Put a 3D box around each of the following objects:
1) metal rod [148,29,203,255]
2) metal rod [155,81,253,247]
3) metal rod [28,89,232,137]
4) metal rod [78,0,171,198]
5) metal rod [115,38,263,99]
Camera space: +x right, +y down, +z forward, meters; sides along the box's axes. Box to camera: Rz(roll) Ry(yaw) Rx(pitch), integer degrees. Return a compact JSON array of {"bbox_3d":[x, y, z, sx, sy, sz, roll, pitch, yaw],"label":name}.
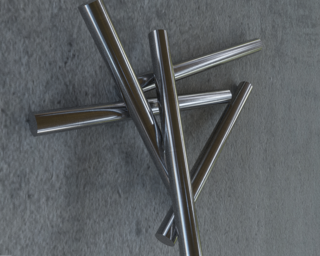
[{"bbox_3d":[0.019,0.029,0.360,0.025,0.025,0.298,0,77,-40],"label":"metal rod"},{"bbox_3d":[0.076,0.029,0.442,0.025,0.025,0.301,56,49,-26],"label":"metal rod"},{"bbox_3d":[-0.010,-0.027,0.398,0.302,0.025,0.025,-12,98,-40],"label":"metal rod"},{"bbox_3d":[-0.014,0.000,0.365,0.025,0.025,0.299,-44,126,-31],"label":"metal rod"},{"bbox_3d":[0.062,-0.096,0.459,0.302,0.025,0.025,-25,106,-37],"label":"metal rod"}]
